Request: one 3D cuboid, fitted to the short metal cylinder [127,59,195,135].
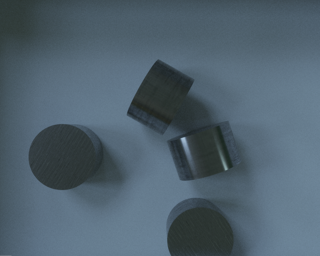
[{"bbox_3d":[0.001,-0.037,0.384,0.050,0.080,0.080,30,90,0],"label":"short metal cylinder"}]

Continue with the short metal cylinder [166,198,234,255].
[{"bbox_3d":[0.049,0.136,0.400,0.081,0.050,0.079,0,90,-1],"label":"short metal cylinder"}]

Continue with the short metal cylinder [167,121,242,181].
[{"bbox_3d":[0.054,0.027,0.385,0.080,0.080,0.050,-19,90,0],"label":"short metal cylinder"}]

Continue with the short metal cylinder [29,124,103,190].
[{"bbox_3d":[-0.118,0.035,0.397,0.081,0.050,0.079,0,90,-1],"label":"short metal cylinder"}]
